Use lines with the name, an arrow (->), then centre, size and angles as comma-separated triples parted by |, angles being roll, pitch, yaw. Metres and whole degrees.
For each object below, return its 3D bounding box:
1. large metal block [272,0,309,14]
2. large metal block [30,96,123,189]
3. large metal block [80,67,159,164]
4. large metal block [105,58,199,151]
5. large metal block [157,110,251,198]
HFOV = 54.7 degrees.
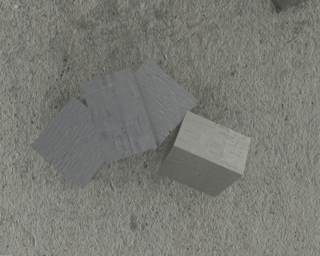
large metal block -> 0.182, -0.209, 0.399 | 0.080, 0.050, 0.080 | -24, 90, 0
large metal block -> -0.099, 0.017, 0.397 | 0.080, 0.050, 0.080 | 40, 90, 0
large metal block -> -0.038, -0.012, 0.332 | 0.050, 0.080, 0.080 | -18, 89, 1
large metal block -> -0.010, -0.028, 0.396 | 0.080, 0.050, 0.080 | 41, 90, 1
large metal block -> 0.051, 0.034, 0.376 | 0.080, 0.080, 0.050 | 24, 57, -1
